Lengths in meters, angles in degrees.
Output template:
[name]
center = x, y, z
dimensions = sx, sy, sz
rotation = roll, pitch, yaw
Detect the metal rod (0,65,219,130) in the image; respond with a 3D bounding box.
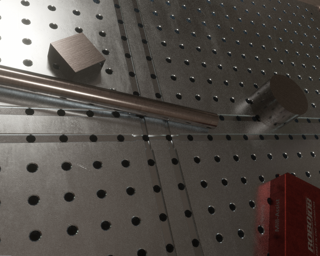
[metal rod]
center = -0.057, -0.035, 0.399
dimensions = 0.302, 0.025, 0.025
rotation = 11, 57, -23

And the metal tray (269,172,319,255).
[metal tray]
center = 0.199, 0.138, 0.431
dimensions = 0.090, 0.030, 0.130
rotation = 27, 52, -12

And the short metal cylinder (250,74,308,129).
[short metal cylinder]
center = 0.204, -0.045, 0.532
dimensions = 0.081, 0.050, 0.080
rotation = 14, 56, -21

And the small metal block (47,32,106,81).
[small metal block]
center = -0.109, -0.093, 0.407
dimensions = 0.050, 0.025, 0.050
rotation = 49, 51, 6
